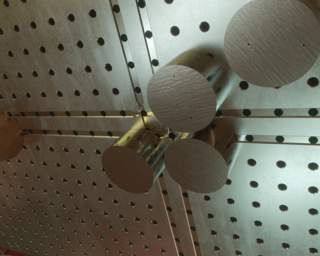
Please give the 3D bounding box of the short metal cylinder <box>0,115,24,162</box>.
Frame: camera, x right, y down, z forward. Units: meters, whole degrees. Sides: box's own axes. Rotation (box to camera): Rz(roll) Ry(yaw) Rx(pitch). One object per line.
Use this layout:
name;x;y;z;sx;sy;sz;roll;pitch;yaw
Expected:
short metal cylinder;-0.289;0.021;0.541;0.050;0.080;0.080;-15;111;34

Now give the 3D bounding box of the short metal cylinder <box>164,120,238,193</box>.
short metal cylinder;0.052;0.035;0.389;0.080;0.050;0.079;13;124;21

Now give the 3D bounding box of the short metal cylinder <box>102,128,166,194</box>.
short metal cylinder;-0.035;0.046;0.442;0.080;0.050;0.079;13;124;21

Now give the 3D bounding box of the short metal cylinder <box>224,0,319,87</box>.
short metal cylinder;0.105;-0.084;0.287;0.080;0.050;0.079;13;124;21

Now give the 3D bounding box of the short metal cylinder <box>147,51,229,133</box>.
short metal cylinder;0.032;-0.041;0.352;0.080;0.050;0.079;13;124;21
